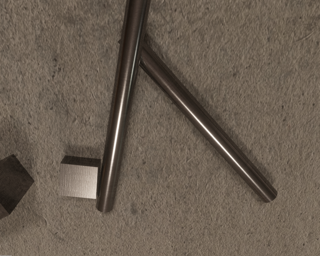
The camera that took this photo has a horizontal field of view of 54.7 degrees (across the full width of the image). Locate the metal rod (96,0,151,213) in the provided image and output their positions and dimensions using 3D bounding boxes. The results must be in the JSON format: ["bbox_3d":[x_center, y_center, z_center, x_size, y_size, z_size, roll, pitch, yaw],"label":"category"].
[{"bbox_3d":[-0.050,-0.016,0.385,0.025,0.025,0.298,11,116,-5],"label":"metal rod"}]

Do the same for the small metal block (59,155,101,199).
[{"bbox_3d":[-0.111,0.069,0.434,0.050,0.025,0.050,7,110,-3],"label":"small metal block"}]

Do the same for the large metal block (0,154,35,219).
[{"bbox_3d":[-0.229,0.088,0.410,0.080,0.080,0.050,-26,108,9],"label":"large metal block"}]

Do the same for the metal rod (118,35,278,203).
[{"bbox_3d":[0.059,-0.006,0.408,0.025,0.025,0.300,-40,106,13],"label":"metal rod"}]
